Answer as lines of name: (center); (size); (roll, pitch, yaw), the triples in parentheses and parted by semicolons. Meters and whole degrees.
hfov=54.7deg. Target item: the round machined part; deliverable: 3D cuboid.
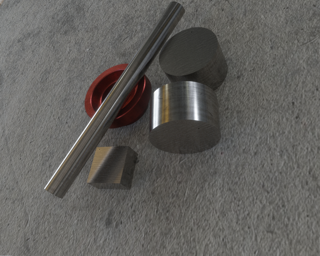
round machined part: (-0.056, -0.042, 0.448); (0.098, 0.042, 0.098); (-13, 56, 21)

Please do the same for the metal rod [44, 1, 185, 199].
metal rod: (-0.051, -0.046, 0.405); (0.025, 0.025, 0.300); (21, 73, 36)

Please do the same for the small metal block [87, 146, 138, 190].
small metal block: (-0.061, 0.052, 0.404); (0.050, 0.025, 0.050); (-4, 60, 26)

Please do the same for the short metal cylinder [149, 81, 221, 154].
short metal cylinder: (0.028, -0.010, 0.360); (0.080, 0.080, 0.050); (-12, 57, 21)

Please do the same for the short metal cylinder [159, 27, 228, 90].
short metal cylinder: (0.046, -0.088, 0.418); (0.080, 0.050, 0.080); (-13, 56, 21)
